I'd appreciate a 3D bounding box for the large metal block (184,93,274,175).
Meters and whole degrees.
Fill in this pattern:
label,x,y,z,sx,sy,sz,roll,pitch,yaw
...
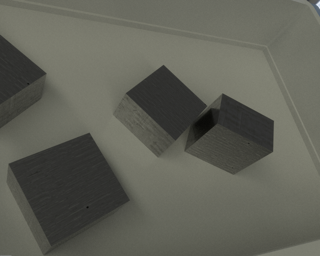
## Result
label,x,y,z,sx,sy,sz,roll,pitch,yaw
large metal block,0.091,0.011,0.412,0.080,0.080,0.050,26,53,-12

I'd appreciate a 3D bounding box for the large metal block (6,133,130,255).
label,x,y,z,sx,sy,sz,roll,pitch,yaw
large metal block,-0.091,0.062,0.303,0.081,0.050,0.080,-24,75,-36

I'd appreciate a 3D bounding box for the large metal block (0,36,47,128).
label,x,y,z,sx,sy,sz,roll,pitch,yaw
large metal block,-0.181,-0.048,0.321,0.080,0.050,0.080,40,51,-1

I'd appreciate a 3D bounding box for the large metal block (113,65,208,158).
label,x,y,z,sx,sy,sz,roll,pitch,yaw
large metal block,0.001,-0.023,0.404,0.080,0.050,0.080,44,51,2
